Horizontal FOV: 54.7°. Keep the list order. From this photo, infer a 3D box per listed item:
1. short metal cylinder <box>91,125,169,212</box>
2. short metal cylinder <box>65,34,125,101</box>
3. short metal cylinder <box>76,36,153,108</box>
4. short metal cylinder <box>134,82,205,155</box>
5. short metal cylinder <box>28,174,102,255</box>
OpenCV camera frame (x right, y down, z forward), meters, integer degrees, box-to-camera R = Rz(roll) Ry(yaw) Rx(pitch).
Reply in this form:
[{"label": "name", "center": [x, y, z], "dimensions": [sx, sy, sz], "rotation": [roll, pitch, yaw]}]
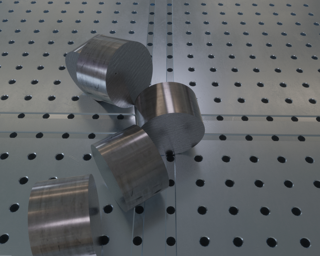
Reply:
[{"label": "short metal cylinder", "center": [-0.033, 0.043, 0.336], "dimensions": [0.050, 0.080, 0.080], "rotation": [-27, 55, -21]}, {"label": "short metal cylinder", "center": [-0.087, -0.086, 0.443], "dimensions": [0.080, 0.080, 0.050], "rotation": [29, 56, 22]}, {"label": "short metal cylinder", "center": [-0.054, -0.070, 0.381], "dimensions": [0.050, 0.080, 0.080], "rotation": [21, 52, 33]}, {"label": "short metal cylinder", "center": [0.010, -0.010, 0.380], "dimensions": [0.081, 0.080, 0.050], "rotation": [-5, 51, -5]}, {"label": "short metal cylinder", "center": [-0.087, 0.087, 0.298], "dimensions": [0.050, 0.080, 0.080], "rotation": [-7, 51, -6]}]
